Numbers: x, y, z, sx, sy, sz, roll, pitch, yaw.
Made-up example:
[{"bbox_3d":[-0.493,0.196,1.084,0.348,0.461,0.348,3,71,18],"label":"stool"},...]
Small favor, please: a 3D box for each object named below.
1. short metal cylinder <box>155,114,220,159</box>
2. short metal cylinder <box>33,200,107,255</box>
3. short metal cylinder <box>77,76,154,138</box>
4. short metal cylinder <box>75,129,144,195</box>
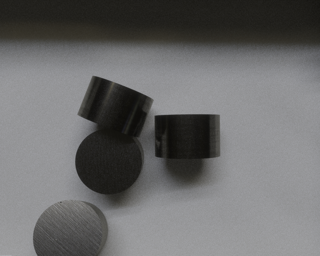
[{"bbox_3d":[0.034,0.009,0.384,0.081,0.080,0.050,-1,90,0],"label":"short metal cylinder"},{"bbox_3d":[-0.109,0.132,0.388,0.081,0.050,0.080,1,75,-2],"label":"short metal cylinder"},{"bbox_3d":[-0.054,-0.026,0.383,0.080,0.080,0.050,21,90,0],"label":"short metal cylinder"},{"bbox_3d":[-0.062,0.040,0.398,0.081,0.050,0.080,0,90,0],"label":"short metal cylinder"}]
